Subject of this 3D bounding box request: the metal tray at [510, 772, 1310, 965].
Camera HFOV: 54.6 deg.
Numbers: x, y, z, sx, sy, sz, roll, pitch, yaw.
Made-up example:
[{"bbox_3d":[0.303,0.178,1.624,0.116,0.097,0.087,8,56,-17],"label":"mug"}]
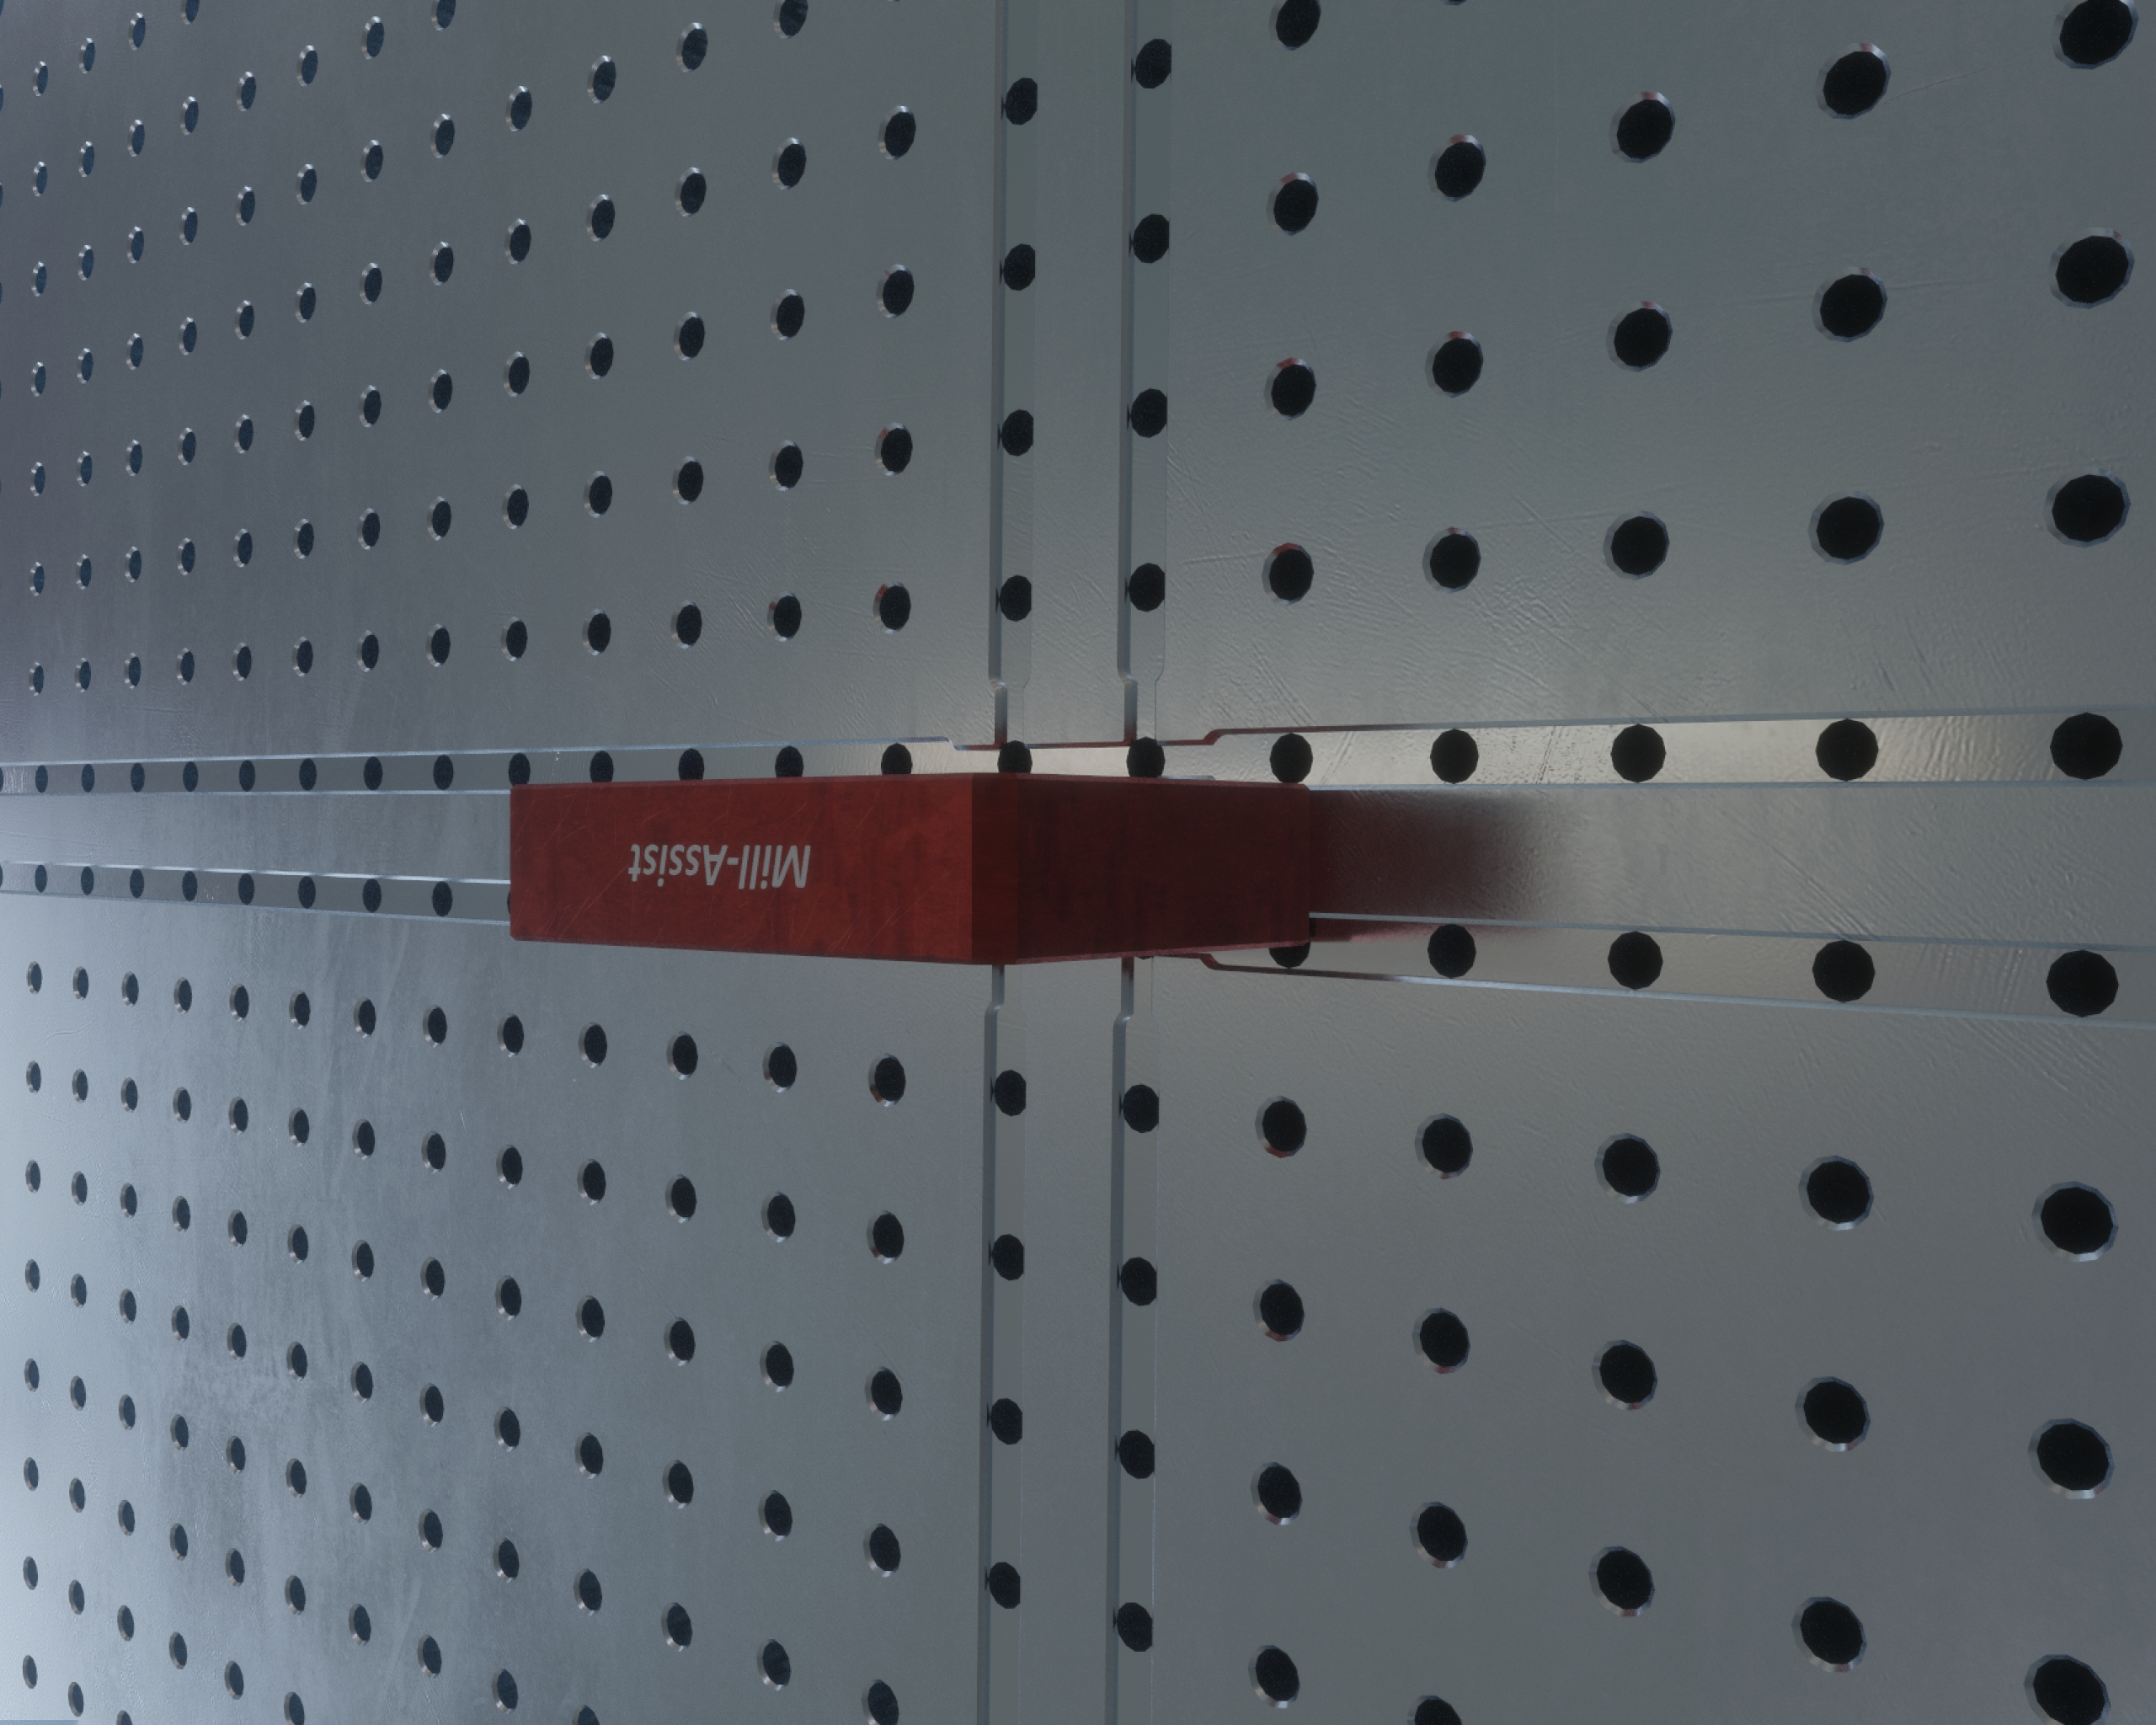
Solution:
[{"bbox_3d":[-0.033,0.000,0.395,0.130,0.091,0.030,1,91,40],"label":"metal tray"}]
